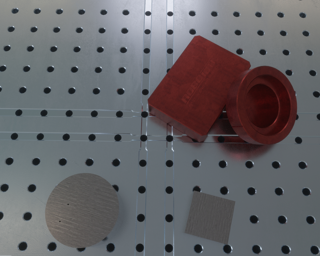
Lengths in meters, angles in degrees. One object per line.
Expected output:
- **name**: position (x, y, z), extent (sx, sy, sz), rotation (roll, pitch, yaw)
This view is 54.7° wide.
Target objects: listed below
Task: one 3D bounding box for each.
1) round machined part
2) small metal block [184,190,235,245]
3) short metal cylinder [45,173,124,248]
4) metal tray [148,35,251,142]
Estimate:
- **round machined part**: position (0.125, -0.027, 0.399), extent (0.099, 0.042, 0.097), rotation (1, 87, -25)
- **small metal block**: position (0.059, 0.108, 0.373), extent (0.050, 0.025, 0.050), rotation (14, 71, 5)
- **short metal cylinder**: position (-0.085, 0.097, 0.362), extent (0.081, 0.050, 0.080), rotation (0, 70, 0)
- **metal tray**: position (0.055, -0.057, 0.430), extent (0.090, 0.030, 0.130), rotation (32, 73, 10)
